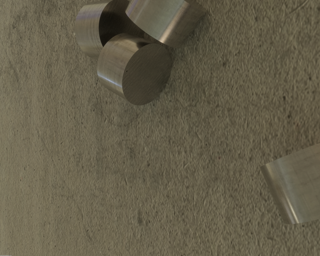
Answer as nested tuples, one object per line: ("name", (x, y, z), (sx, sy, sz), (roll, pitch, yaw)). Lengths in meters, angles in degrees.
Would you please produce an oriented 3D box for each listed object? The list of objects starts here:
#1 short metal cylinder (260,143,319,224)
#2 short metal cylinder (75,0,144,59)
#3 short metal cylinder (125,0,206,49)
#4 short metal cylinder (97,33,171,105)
("short metal cylinder", (0.133, 0.042, 0.260), (0.080, 0.081, 0.050), (-31, 71, 36))
("short metal cylinder", (-0.068, -0.133, 0.425), (0.050, 0.081, 0.079), (14, 99, 39))
("short metal cylinder", (0.007, -0.139, 0.364), (0.080, 0.081, 0.050), (52, 121, 27))
("short metal cylinder", (-0.032, -0.075, 0.396), (0.050, 0.081, 0.079), (32, 110, 35))
